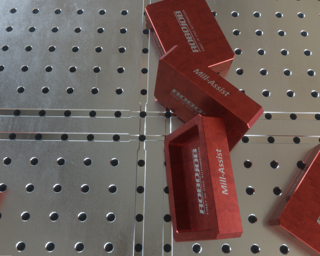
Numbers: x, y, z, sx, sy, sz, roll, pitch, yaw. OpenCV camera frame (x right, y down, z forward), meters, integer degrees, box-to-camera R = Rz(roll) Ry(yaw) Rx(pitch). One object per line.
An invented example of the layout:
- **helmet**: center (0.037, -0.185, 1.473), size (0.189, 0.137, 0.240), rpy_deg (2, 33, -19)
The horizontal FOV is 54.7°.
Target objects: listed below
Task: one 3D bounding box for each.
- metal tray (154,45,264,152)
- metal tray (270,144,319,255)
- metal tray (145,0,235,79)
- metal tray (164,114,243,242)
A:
- **metal tray**: center (0.053, -0.032, 0.388), size (0.130, 0.090, 0.030), rpy_deg (40, 67, 13)
- **metal tray**: center (0.209, 0.090, 0.379), size (0.090, 0.030, 0.130), rpy_deg (36, 73, 11)
- **metal tray**: center (0.041, -0.135, 0.459), size (0.091, 0.030, 0.130), rpy_deg (-20, 71, -8)
- **metal tray**: center (0.043, 0.059, 0.353), size (0.030, 0.090, 0.129), rpy_deg (5, 68, -26)
